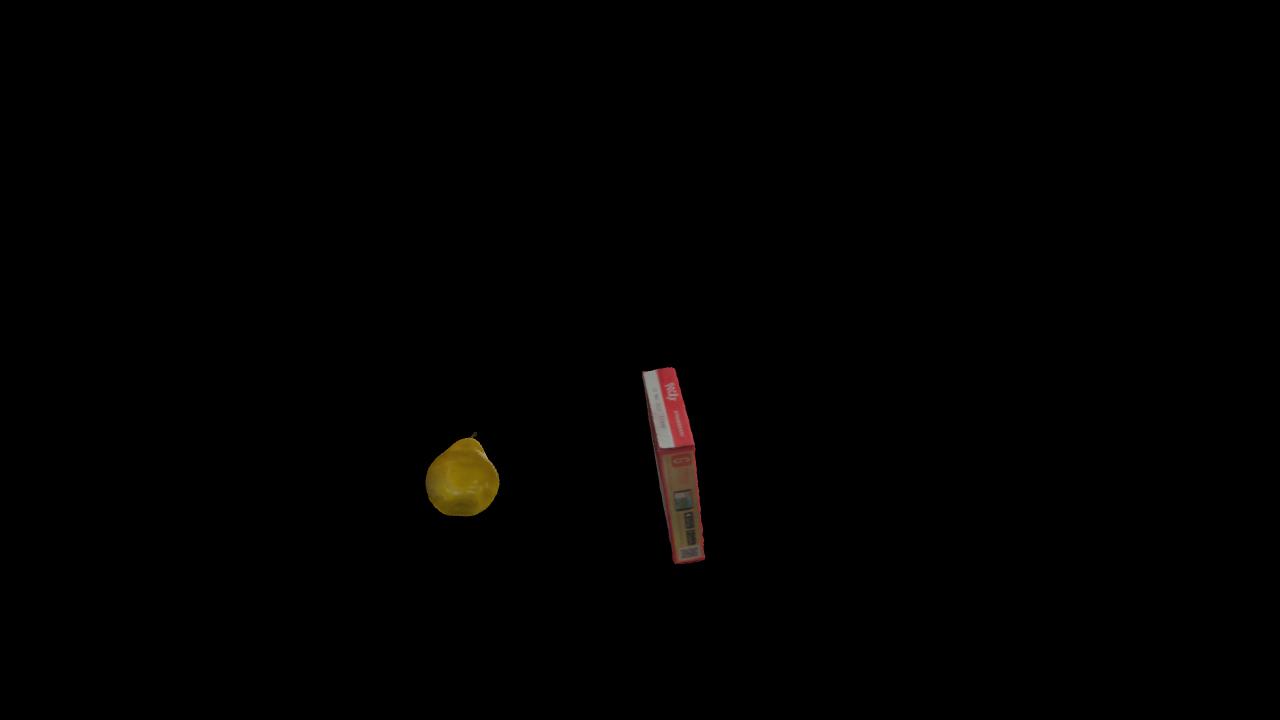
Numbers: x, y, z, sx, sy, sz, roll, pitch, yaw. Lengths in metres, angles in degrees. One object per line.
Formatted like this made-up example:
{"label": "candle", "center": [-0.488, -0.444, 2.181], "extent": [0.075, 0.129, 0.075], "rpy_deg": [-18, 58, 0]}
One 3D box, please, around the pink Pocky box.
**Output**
{"label": "pink Pocky box", "center": [0.028, 0.089, 0.499], "extent": [0.029, 0.155, 0.084], "rpy_deg": [-10, 41, -1]}

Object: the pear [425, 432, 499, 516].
{"label": "pear", "center": [-0.203, 0.120, 0.704], "extent": [0.080, 0.111, 0.080], "rpy_deg": [-9, -43, -9]}
